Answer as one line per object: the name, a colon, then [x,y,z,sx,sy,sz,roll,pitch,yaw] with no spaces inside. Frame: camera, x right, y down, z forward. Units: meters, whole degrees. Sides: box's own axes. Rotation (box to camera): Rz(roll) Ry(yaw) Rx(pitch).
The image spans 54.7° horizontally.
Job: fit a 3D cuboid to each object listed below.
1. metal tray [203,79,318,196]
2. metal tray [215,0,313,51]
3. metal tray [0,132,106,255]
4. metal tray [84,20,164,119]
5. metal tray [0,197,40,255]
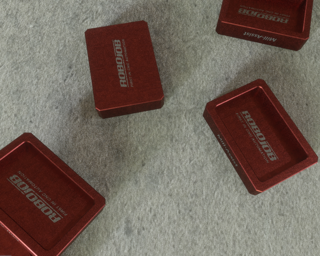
metal tray: [0.127,0.009,0.403,0.091,0.030,0.130,-25,72,-9]
metal tray: [0.159,-0.175,0.471,0.131,0.030,0.090,14,70,4]
metal tray: [-0.140,0.077,0.353,0.130,0.030,0.090,40,56,6]
metal tray: [-0.051,-0.084,0.436,0.091,0.030,0.129,-11,70,-4]
metal tray: [-0.185,0.155,0.347,0.090,0.030,0.130,-27,72,-10]
